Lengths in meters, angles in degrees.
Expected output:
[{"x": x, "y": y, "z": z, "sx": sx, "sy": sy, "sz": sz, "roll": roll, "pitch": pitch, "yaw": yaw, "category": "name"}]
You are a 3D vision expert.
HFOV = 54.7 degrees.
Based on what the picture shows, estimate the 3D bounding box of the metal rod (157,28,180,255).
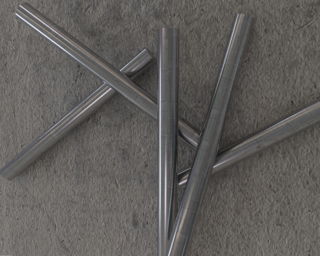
[{"x": 0.009, "y": 0.035, "z": 0.377, "sx": 0.025, "sy": 0.025, "sz": 0.298, "roll": 4, "pitch": 102, "yaw": 20, "category": "metal rod"}]

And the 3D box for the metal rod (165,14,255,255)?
[{"x": 0.060, "y": 0.011, "z": 0.365, "sx": 0.025, "sy": 0.025, "sz": 0.299, "roll": 15, "pitch": 87, "yaw": 19, "category": "metal rod"}]

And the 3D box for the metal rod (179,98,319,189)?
[{"x": 0.151, "y": -0.004, "z": 0.355, "sx": 0.300, "sy": 0.025, "sz": 0.025, "roll": -30, "pitch": 80, "yaw": 17, "category": "metal rod"}]

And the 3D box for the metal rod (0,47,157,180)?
[{"x": -0.128, "y": -0.012, "z": 0.453, "sx": 0.300, "sy": 0.025, "sz": 0.025, "roll": -36, "pitch": 79, "yaw": 16, "category": "metal rod"}]

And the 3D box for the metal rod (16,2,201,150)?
[{"x": -0.064, "y": -0.068, "z": 0.403, "sx": 0.300, "sy": 0.025, "sz": 0.025, "roll": 37, "pitch": 102, "yaw": 5, "category": "metal rod"}]
